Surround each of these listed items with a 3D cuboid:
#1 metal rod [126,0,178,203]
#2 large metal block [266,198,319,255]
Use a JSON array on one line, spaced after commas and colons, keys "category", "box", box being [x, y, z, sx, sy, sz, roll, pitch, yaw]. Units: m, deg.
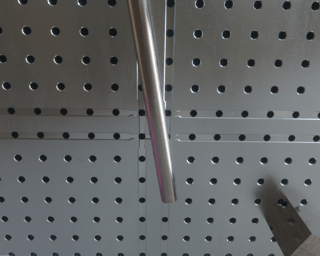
[{"category": "metal rod", "box": [-0.008, -0.036, 0.400, 0.025, 0.025, 0.298, -8, 110, 2]}, {"category": "large metal block", "box": [0.214, 0.160, 0.446, 0.080, 0.080, 0.050, 31, 107, -11]}]
